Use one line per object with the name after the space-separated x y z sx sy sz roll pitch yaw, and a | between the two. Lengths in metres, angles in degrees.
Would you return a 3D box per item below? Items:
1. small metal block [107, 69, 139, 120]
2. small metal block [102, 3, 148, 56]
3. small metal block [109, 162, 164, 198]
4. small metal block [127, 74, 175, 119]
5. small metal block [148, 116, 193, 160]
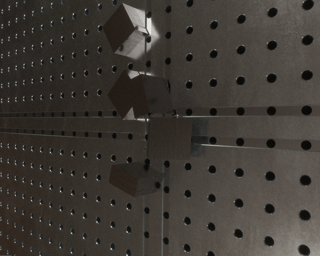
-0.042 -0.047 0.441 0.050 0.025 0.050 -50 59 30 | small metal block
-0.052 -0.142 0.450 0.050 0.025 0.050 -38 67 33 | small metal block
-0.032 0.068 0.417 0.050 0.050 0.025 20 103 38 | small metal block
-0.011 -0.039 0.400 0.025 0.050 0.050 -19 78 38 | small metal block
0.011 0.012 0.379 0.025 0.050 0.050 -142 55 -81 | small metal block
